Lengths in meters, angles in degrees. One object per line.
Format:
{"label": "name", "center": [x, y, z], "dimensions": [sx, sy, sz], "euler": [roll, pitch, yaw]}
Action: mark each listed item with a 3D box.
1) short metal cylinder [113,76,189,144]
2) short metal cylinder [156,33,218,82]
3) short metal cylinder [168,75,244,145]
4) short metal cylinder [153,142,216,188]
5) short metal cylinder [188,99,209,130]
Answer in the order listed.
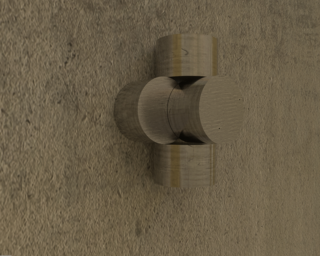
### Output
{"label": "short metal cylinder", "center": [-0.010, -0.021, 0.383], "dimensions": [0.081, 0.050, 0.079], "euler": [0, 90, -40]}
{"label": "short metal cylinder", "center": [0.035, -0.086, 0.402], "dimensions": [0.081, 0.080, 0.050], "euler": [0, 91, -40]}
{"label": "short metal cylinder", "center": [0.056, -0.021, 0.373], "dimensions": [0.081, 0.050, 0.079], "euler": [0, 90, -40]}
{"label": "short metal cylinder", "center": [0.032, 0.044, 0.400], "dimensions": [0.081, 0.080, 0.050], "euler": [0, 90, -40]}
{"label": "short metal cylinder", "center": [0.052, -0.022, 0.435], "dimensions": [0.081, 0.050, 0.079], "euler": [0, 90, -40]}
